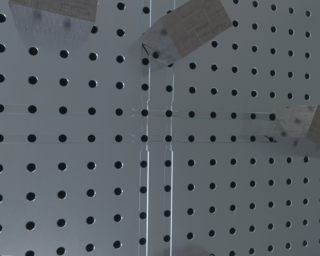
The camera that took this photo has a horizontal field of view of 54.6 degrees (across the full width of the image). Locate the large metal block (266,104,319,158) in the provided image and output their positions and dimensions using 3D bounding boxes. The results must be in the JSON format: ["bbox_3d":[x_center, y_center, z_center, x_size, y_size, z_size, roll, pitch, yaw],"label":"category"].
[{"bbox_3d":[0.224,0.007,0.465,0.080,0.080,0.050,27,81,-18],"label":"large metal block"}]

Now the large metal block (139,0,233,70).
[{"bbox_3d":[0.030,-0.122,0.394,0.080,0.080,0.050,-36,102,-16],"label":"large metal block"}]

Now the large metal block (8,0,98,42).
[{"bbox_3d":[-0.115,-0.137,0.341,0.081,0.080,0.050,7,88,-20],"label":"large metal block"}]
